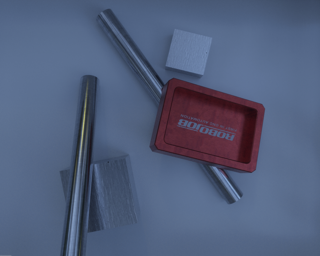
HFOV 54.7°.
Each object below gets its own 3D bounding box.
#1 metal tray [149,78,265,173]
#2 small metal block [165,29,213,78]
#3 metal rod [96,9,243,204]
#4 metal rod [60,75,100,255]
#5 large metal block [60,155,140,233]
[{"bbox_3d":[0.061,-0.001,0.389,0.131,0.030,0.090,15,78,-11],"label":"metal tray"},{"bbox_3d":[0.037,-0.098,0.412,0.050,0.025,0.050,14,90,-1],"label":"small metal block"},{"bbox_3d":[0.013,-0.028,0.411,0.025,0.025,0.299,-36,90,0],"label":"metal rod"},{"bbox_3d":[-0.090,0.070,0.345,0.025,0.025,0.299,-1,63,0],"label":"metal rod"},{"bbox_3d":[-0.074,0.083,0.398,0.080,0.050,0.080,-11,90,-1],"label":"large metal block"}]
